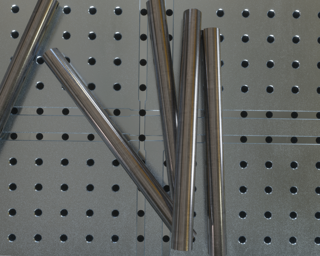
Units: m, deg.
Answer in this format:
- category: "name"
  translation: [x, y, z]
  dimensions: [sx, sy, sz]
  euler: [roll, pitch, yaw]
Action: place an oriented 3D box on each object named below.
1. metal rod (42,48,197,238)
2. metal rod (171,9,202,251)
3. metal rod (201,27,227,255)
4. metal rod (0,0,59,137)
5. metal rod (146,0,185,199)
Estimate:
- category: "metal rod"
  translation: [-0.055, 0.020, 0.399]
  dimensions: [0.025, 0.025, 0.299]
  euler: [-37, 85, 0]
- category: "metal rod"
  translation: [0.034, -0.007, 0.387]
  dimensions: [0.025, 0.025, 0.299]
  euler: [4, 79, -1]
- category: "metal rod"
  translation: [0.072, 0.019, 0.414]
  dimensions: [0.025, 0.025, 0.298]
  euler: [-2, 90, -1]
- category: "metal rod"
  translation: [-0.206, -0.035, 0.410]
  dimensions: [0.025, 0.025, 0.299]
  euler: [24, 90, -1]
- category: "metal rod"
  translation: [0.012, -0.020, 0.413]
  dimensions: [0.025, 0.025, 0.298]
  euler: [-7, 90, 0]
